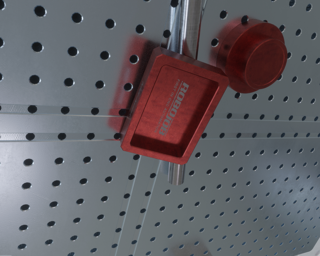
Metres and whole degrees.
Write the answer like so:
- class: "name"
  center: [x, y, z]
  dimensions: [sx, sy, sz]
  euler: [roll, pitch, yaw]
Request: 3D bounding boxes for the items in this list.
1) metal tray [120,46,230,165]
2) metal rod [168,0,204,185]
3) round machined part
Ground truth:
- class: "metal tray"
  center: [0.014, -0.022, 0.377]
  dimensions: [0.091, 0.030, 0.129]
  euler: [16, 117, -17]
- class: "metal rod"
  center: [0.031, -0.049, 0.397]
  dimensions: [0.025, 0.025, 0.298]
  euler: [-11, 123, -23]
- class: "round machined part"
  center: [0.129, -0.090, 0.415]
  dimensions: [0.099, 0.042, 0.097]
  euler: [-14, 124, -21]
